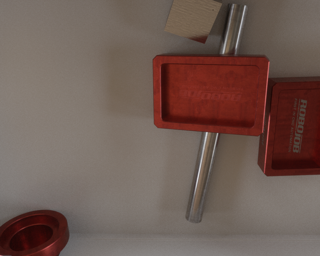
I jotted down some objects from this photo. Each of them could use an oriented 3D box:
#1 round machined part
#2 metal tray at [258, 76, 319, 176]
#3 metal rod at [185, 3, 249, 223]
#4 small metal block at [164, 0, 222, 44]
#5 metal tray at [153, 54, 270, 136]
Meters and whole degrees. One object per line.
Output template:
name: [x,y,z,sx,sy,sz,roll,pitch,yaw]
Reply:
round machined part: [-0.176,0.160,0.429,0.099,0.098,0.042,-3,110,1]
metal tray: [0.183,-0.001,0.410,0.091,0.030,0.129,-2,110,0]
metal rod: [0.071,-0.004,0.410,0.025,0.025,0.298,7,110,-3]
small metal block: [0.037,-0.131,0.354,0.050,0.025,0.050,16,132,-7]
metal tray: [0.058,-0.042,0.371,0.130,0.030,0.089,5,108,17]
